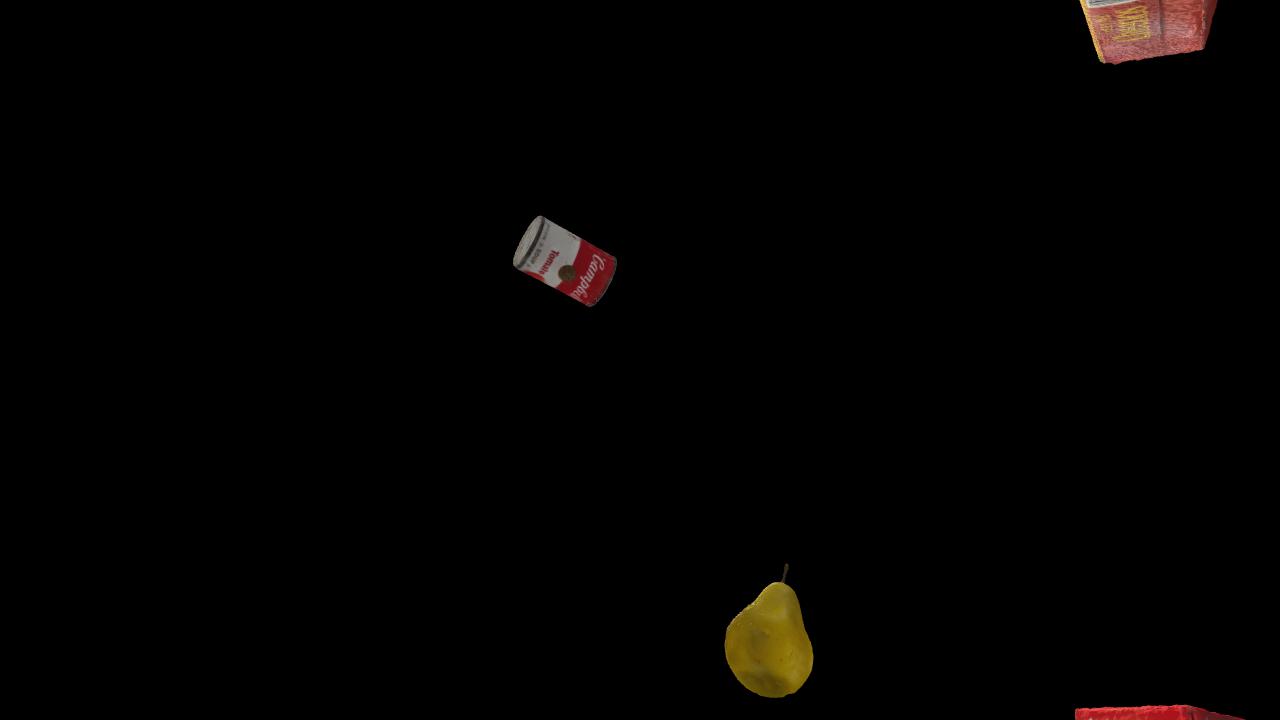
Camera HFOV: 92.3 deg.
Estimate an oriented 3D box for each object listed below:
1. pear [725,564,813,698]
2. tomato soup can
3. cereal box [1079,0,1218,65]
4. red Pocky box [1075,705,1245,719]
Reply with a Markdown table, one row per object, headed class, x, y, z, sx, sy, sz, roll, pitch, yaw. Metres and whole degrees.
| class | x | y | z | sx | sy | sz | roll | pitch | yaw |
| --- | --- | --- | --- | --- | --- | --- | --- | --- | --- |
| pear | 0.122 | 0.243 | 0.561 | 0.080 | 0.080 | 0.111 | 0 | 33 | 30 |
| tomato soup can | -0.087 | -0.114 | 0.710 | 0.101 | 0.068 | 0.068 | 27 | -12 | -24 |
| cereal box | 0.382 | -0.399 | 0.432 | 0.081 | 0.306 | 0.203 | 10 | 12 | 40 |
| red Pocky box | 0.350 | 0.227 | 0.349 | 0.155 | 0.028 | 0.083 | 14 | -30 | -2 |
